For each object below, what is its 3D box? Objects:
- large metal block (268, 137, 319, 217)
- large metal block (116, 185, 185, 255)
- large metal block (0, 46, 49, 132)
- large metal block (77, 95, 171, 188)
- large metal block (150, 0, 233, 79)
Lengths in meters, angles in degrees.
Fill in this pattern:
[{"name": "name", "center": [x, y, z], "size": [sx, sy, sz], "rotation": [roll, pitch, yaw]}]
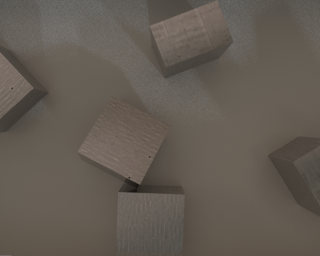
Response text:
[{"name": "large metal block", "center": [0.190, 0.059, 0.385], "size": [0.050, 0.080, 0.080], "rotation": [-32, 90, 0]}, {"name": "large metal block", "center": [-0.012, 0.118, 0.399], "size": [0.081, 0.050, 0.080], "rotation": [2, 90, 0]}, {"name": "large metal block", "center": [-0.209, -0.050, 0.397], "size": [0.080, 0.050, 0.080], "rotation": [-43, 90, 0]}, {"name": "large metal block", "center": [-0.044, 0.019, 0.387], "size": [0.080, 0.050, 0.080], "rotation": [28, 72, 0]}, {"name": "large metal block", "center": [0.035, -0.105, 0.384], "size": [0.080, 0.080, 0.050], "rotation": [-21, 90, 0]}]
